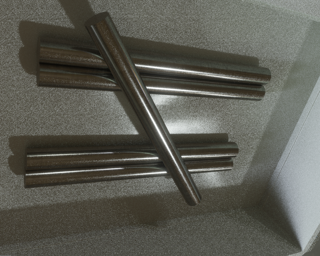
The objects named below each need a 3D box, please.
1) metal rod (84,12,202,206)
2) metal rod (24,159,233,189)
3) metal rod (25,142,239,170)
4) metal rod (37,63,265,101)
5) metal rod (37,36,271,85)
[{"bbox_3d":[-0.004,0.004,0.375,0.025,0.025,0.299,-33,129,-7],"label":"metal rod"},{"bbox_3d":[-0.023,0.057,0.429,0.303,0.025,0.025,0,119,-29],"label":"metal rod"},{"bbox_3d":[-0.017,0.035,0.418,0.303,0.025,0.025,0,119,-29],"label":"metal rod"},{"bbox_3d":[0.012,-0.053,0.380,0.303,0.025,0.025,0,118,-29],"label":"metal rod"},{"bbox_3d":[0.016,-0.074,0.369,0.303,0.025,0.025,0,118,-29],"label":"metal rod"}]
